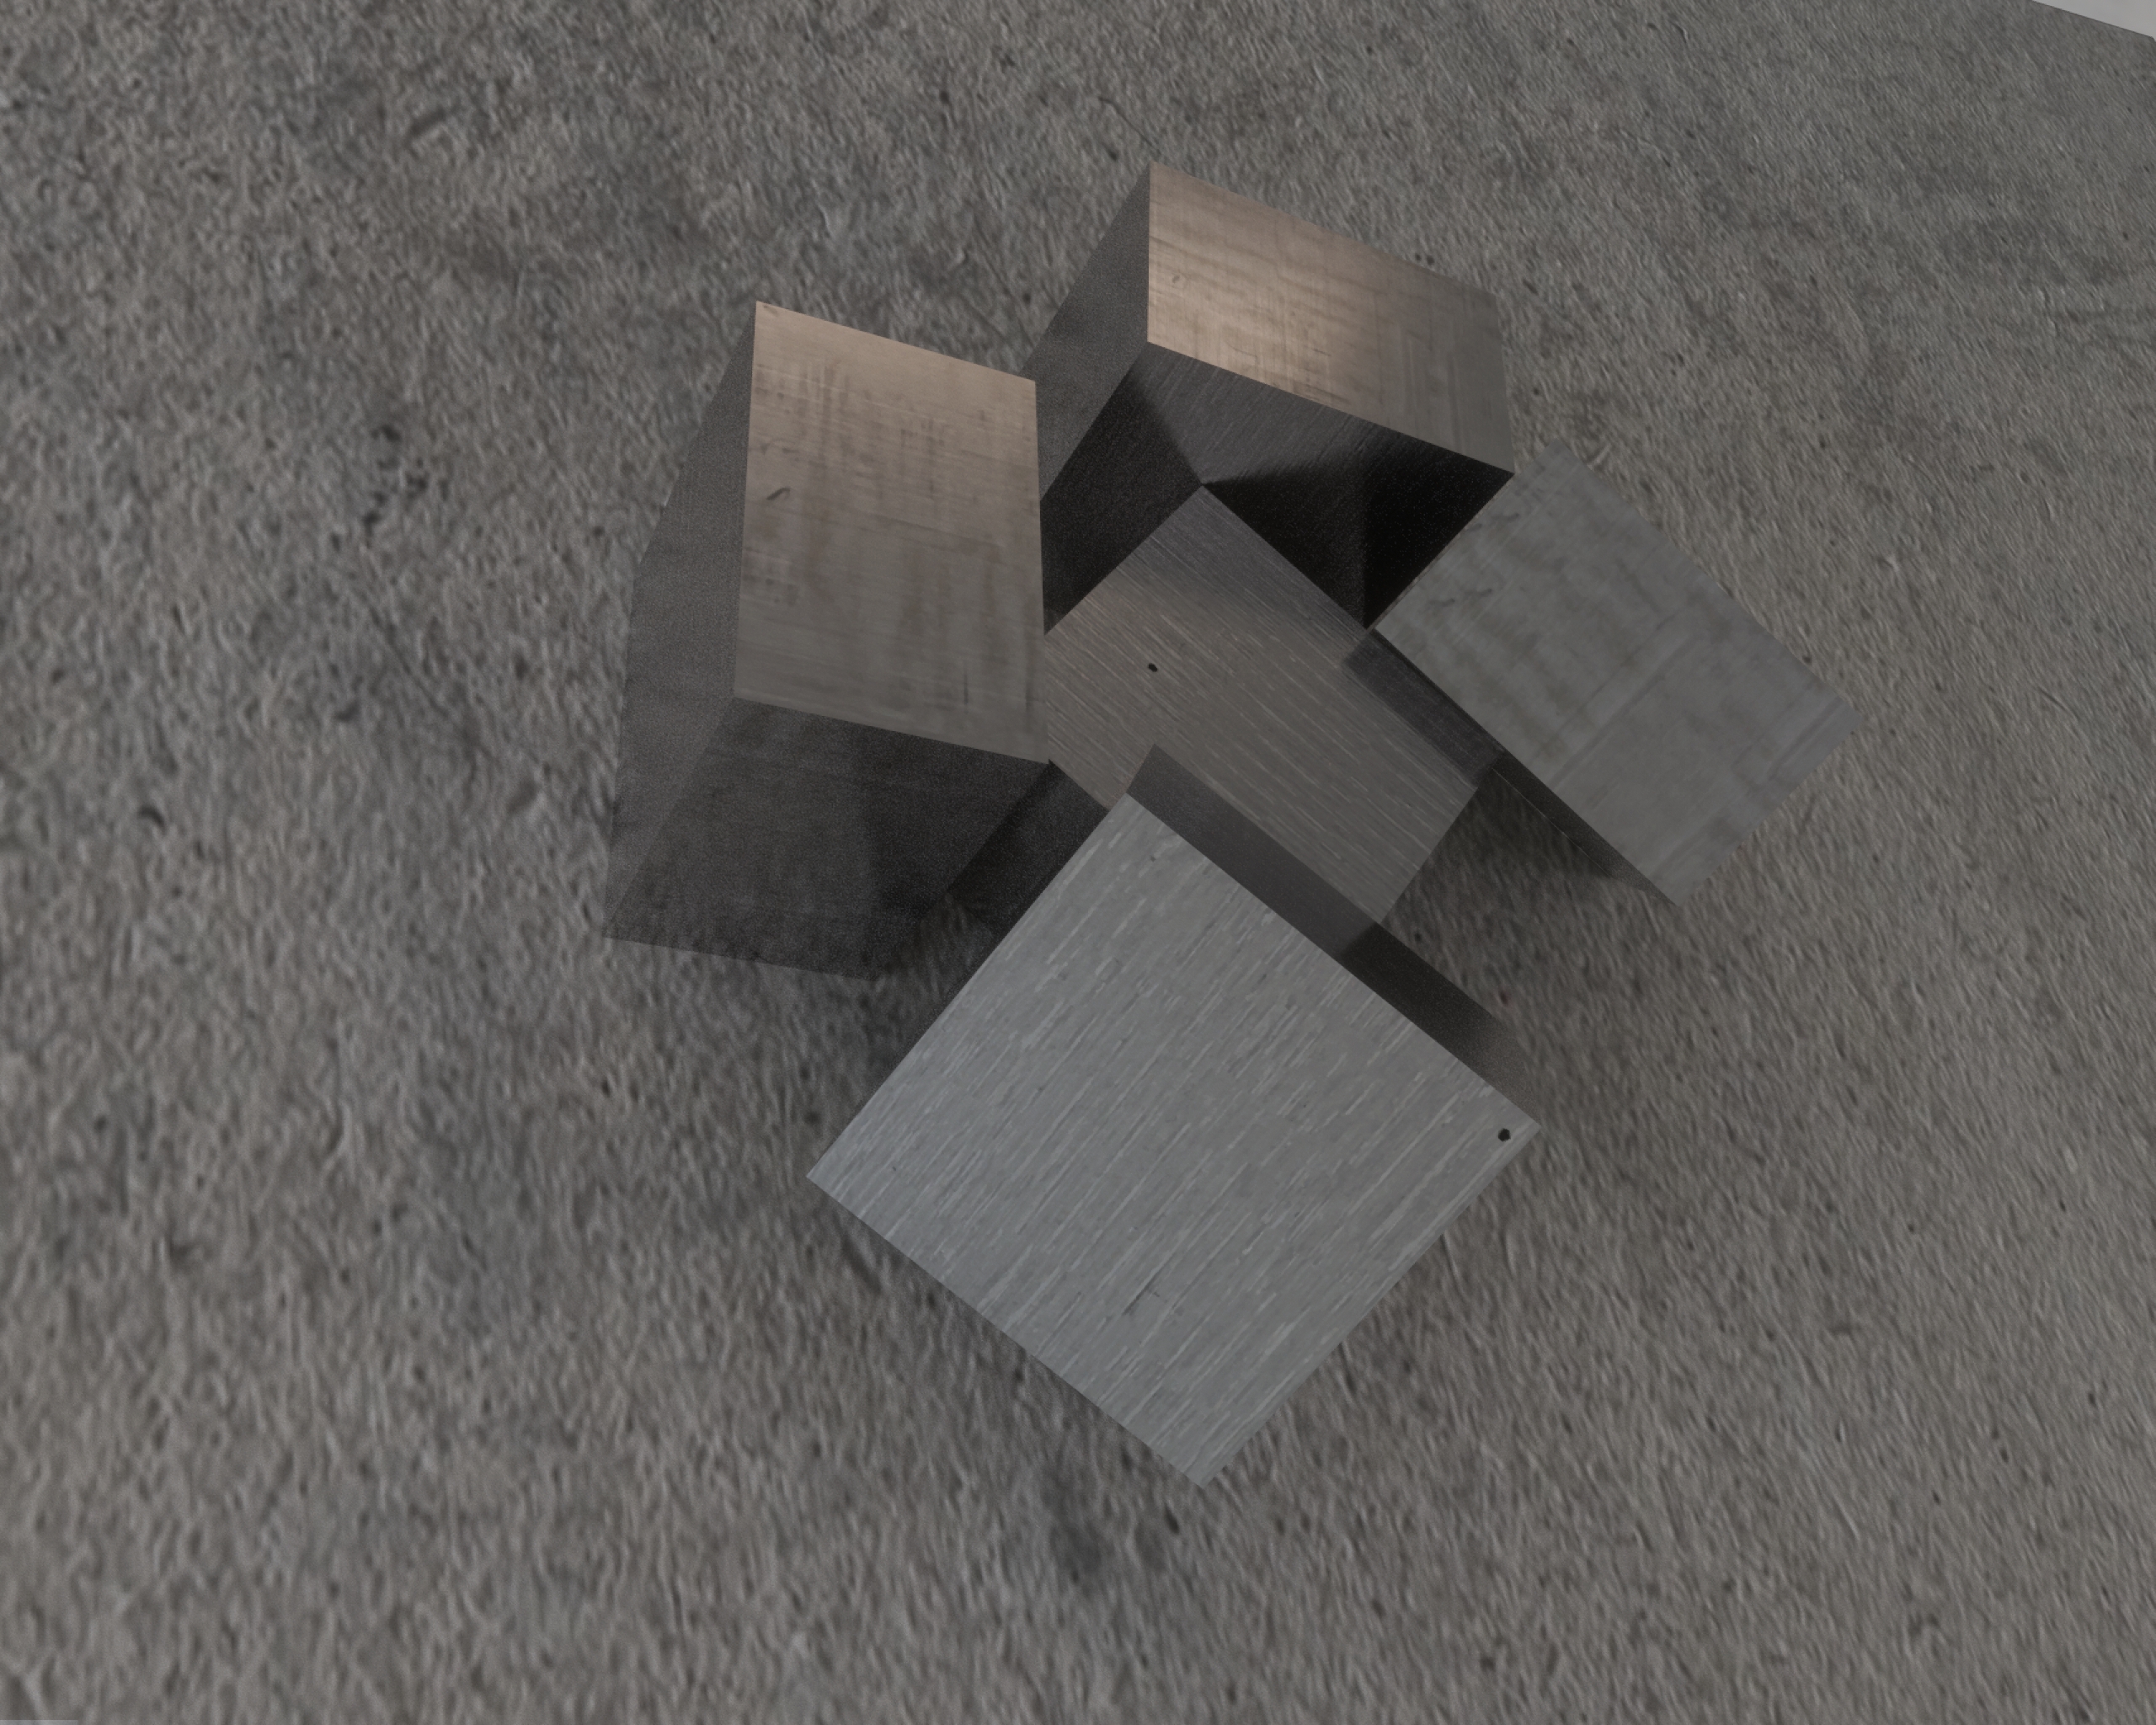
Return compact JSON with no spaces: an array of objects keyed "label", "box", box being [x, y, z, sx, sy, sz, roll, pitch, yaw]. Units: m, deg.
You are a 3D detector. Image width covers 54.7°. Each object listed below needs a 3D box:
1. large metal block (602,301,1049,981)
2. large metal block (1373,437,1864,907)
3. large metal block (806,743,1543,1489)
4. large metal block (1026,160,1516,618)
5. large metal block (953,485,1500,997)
[{"label":"large metal block","box":[-0.046,-0.036,0.365,0.050,0.080,0.080,11,57,-22]},{"label":"large metal block","box":[0.108,-0.039,0.443,0.080,0.050,0.080,43,6,1]},{"label":"large metal block","box":[0.016,0.039,0.344,0.080,0.080,0.050,39,13,-2]},{"label":"large metal block","box":[0.033,-0.088,0.440,0.081,0.080,0.050,15,56,-20]},{"label":"large metal block","box":[0.023,-0.014,0.408,0.080,0.050,0.080,42,51,0]}]
